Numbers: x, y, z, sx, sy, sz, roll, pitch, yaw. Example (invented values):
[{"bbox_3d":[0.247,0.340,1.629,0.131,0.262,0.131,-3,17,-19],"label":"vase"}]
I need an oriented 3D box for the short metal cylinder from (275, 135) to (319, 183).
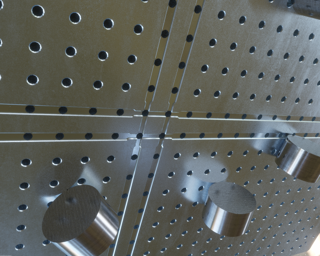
[{"bbox_3d":[0.255,0.053,0.551,0.081,0.080,0.050,5,116,-31],"label":"short metal cylinder"}]

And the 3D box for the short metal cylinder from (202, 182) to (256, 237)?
[{"bbox_3d":[0.116,0.136,0.526,0.081,0.080,0.050,-5,121,-26],"label":"short metal cylinder"}]

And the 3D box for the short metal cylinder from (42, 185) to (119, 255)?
[{"bbox_3d":[-0.100,0.120,0.396,0.080,0.080,0.050,-32,129,-8],"label":"short metal cylinder"}]

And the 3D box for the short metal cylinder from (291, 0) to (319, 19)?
[{"bbox_3d":[0.222,-0.184,0.405,0.081,0.050,0.079,-14,125,-21],"label":"short metal cylinder"}]
